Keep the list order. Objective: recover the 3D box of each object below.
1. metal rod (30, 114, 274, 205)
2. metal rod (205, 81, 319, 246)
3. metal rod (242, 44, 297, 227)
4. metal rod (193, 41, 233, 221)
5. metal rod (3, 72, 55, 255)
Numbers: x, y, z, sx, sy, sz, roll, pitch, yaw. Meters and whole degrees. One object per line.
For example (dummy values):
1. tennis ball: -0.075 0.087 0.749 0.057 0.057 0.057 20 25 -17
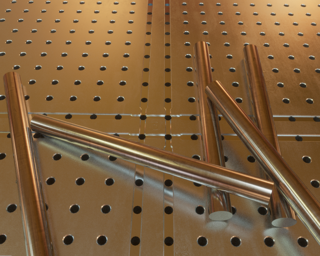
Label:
1. metal rod: -0.026 0.030 0.362 0.301 0.025 0.025 15 51 19
2. metal rod: 0.131 0.051 0.332 0.025 0.025 0.300 -18 52 -15
3. metal rod: 0.141 -0.015 0.421 0.025 0.025 0.300 3 50 2
4. metal rod: 0.067 -0.021 0.426 0.025 0.025 0.300 1 50 0
5. metal rod: -0.166 0.032 0.378 0.025 0.025 0.300 -17 52 -14
